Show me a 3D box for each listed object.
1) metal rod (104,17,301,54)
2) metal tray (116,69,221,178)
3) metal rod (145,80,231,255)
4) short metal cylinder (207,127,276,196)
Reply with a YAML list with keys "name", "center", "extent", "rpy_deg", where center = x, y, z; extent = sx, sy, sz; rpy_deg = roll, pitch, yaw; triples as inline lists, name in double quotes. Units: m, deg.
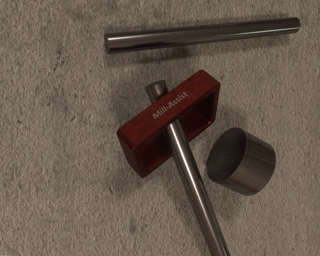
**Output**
- name: "metal rod"
  center: [0.073, -0.133, 0.437]
  extent: [0.303, 0.025, 0.025]
  rpy_deg: [-12, 94, -20]
- name: "metal tray"
  center: [0.015, -0.003, 0.381]
  extent: [0.131, 0.090, 0.030]
  rpy_deg: [-37, 64, -16]
- name: "metal rod"
  center: [0.047, 0.081, 0.407]
  extent: [0.025, 0.025, 0.298]
  rpy_deg: [-27, 107, -18]
- name: "short metal cylinder"
  center: [0.109, 0.046, 0.422]
  extent: [0.050, 0.080, 0.080]
  rpy_deg: [27, 81, -19]
